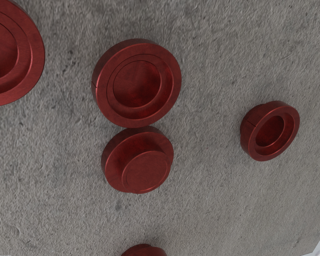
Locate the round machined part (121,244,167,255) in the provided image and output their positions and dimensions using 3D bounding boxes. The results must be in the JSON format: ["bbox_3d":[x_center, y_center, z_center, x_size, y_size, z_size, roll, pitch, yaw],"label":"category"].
[{"bbox_3d":[-0.034,0.236,0.523,0.099,0.042,0.097,-14,124,-21],"label":"round machined part"}]

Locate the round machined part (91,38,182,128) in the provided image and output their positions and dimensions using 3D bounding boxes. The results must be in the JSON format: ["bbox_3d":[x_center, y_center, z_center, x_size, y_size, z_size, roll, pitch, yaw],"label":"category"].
[{"bbox_3d":[-0.029,-0.052,0.348,0.099,0.042,0.097,-14,124,-21],"label":"round machined part"}]

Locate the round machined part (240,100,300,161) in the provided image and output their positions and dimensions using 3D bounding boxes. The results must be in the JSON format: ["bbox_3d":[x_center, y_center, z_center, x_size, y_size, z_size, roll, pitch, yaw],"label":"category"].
[{"bbox_3d":[0.166,0.001,0.487,0.099,0.042,0.097,-14,124,-21],"label":"round machined part"}]

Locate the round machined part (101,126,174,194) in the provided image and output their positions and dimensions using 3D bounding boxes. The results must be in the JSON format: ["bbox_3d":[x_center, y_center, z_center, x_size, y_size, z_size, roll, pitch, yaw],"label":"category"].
[{"bbox_3d":[-0.025,0.048,0.412,0.099,0.042,0.097,-14,124,-21],"label":"round machined part"}]

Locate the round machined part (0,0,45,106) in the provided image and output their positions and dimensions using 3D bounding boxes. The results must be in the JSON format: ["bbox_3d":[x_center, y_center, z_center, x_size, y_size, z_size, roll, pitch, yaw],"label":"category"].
[{"bbox_3d":[-0.154,-0.070,0.268,0.099,0.042,0.097,-14,124,-21],"label":"round machined part"}]
